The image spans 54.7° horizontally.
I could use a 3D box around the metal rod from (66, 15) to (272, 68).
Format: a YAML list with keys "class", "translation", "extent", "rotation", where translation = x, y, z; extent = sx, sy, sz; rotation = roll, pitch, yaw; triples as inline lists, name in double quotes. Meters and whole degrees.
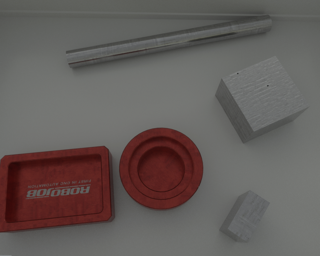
- class: "metal rod"
  translation: [0.016, -0.128, 0.456]
  extent: [0.302, 0.025, 0.025]
  rotation: [-12, 71, -5]

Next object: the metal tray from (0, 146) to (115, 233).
- class: "metal tray"
  translation: [-0.124, 0.074, 0.378]
  extent: [0.131, 0.030, 0.090]
  rotation: [-5, 70, -3]

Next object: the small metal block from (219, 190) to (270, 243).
- class: "small metal block"
  translation: [0.097, 0.104, 0.360]
  extent: [0.025, 0.050, 0.050]
  rotation: [33, 73, 11]

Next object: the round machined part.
- class: "round machined part"
  translation: [0.002, 0.052, 0.382]
  extent: [0.099, 0.042, 0.098]
  rotation: [0, 70, -1]

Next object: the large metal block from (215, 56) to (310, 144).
- class: "large metal block"
  translation: [0.132, -0.037, 0.412]
  extent: [0.080, 0.050, 0.080]
  rotation: [-23, 72, -9]
